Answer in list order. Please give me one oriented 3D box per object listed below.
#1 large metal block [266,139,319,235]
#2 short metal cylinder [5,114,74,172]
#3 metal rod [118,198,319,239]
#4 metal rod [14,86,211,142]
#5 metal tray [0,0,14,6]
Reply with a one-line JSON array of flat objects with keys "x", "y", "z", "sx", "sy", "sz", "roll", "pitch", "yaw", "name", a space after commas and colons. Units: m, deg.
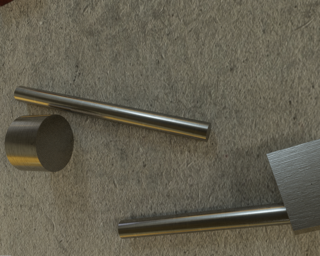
[{"x": 0.166, "y": 0.059, "z": 0.321, "sx": 0.080, "sy": 0.050, "sz": 0.080, "roll": -19, "pitch": 61, "yaw": 15, "name": "large metal block"}, {"x": -0.167, "y": 0.021, "z": 0.437, "sx": 0.050, "sy": 0.080, "sz": 0.079, "roll": -1, "pitch": 90, "yaw": 20, "name": "short metal cylinder"}, {"x": 0.088, "y": 0.110, "z": 0.377, "sx": 0.301, "sy": 0.025, "sz": 0.025, "roll": -12, "pitch": 86, "yaw": 19, "name": "metal rod"}, {"x": -0.079, "y": -0.024, "z": 0.435, "sx": 0.301, "sy": 0.025, "sz": 0.025, "roll": 12, "pitch": 94, "yaw": 19, "name": "metal rod"}, {"x": -0.246, "y": -0.273, "z": 0.490, "sx": 0.090, "sy": 0.030, "sz": 0.129, "roll": -16, "pitch": 85, "yaw": 19, "name": "metal tray"}]
